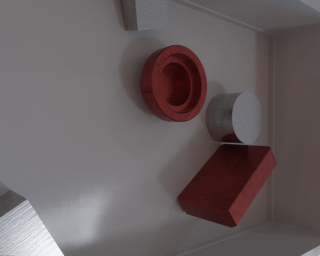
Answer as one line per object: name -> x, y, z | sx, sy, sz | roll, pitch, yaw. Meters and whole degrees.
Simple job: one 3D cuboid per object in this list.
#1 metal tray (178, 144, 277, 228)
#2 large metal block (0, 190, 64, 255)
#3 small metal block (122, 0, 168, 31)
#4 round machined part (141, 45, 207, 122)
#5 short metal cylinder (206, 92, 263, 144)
metal tray -> 0.098, 0.076, 0.449 | 0.131, 0.090, 0.030 | -44, 117, -31
large metal block -> -0.141, 0.115, 0.273 | 0.080, 0.050, 0.080 | -37, 113, -34
small metal block -> -0.018, -0.150, 0.386 | 0.050, 0.025, 0.050 | -21, 116, -38
round machined part -> 0.014, -0.057, 0.409 | 0.099, 0.042, 0.097 | 0, 90, -40
short metal cylinder -> 0.119, -0.016, 0.493 | 0.081, 0.050, 0.079 | 0, 90, -40
